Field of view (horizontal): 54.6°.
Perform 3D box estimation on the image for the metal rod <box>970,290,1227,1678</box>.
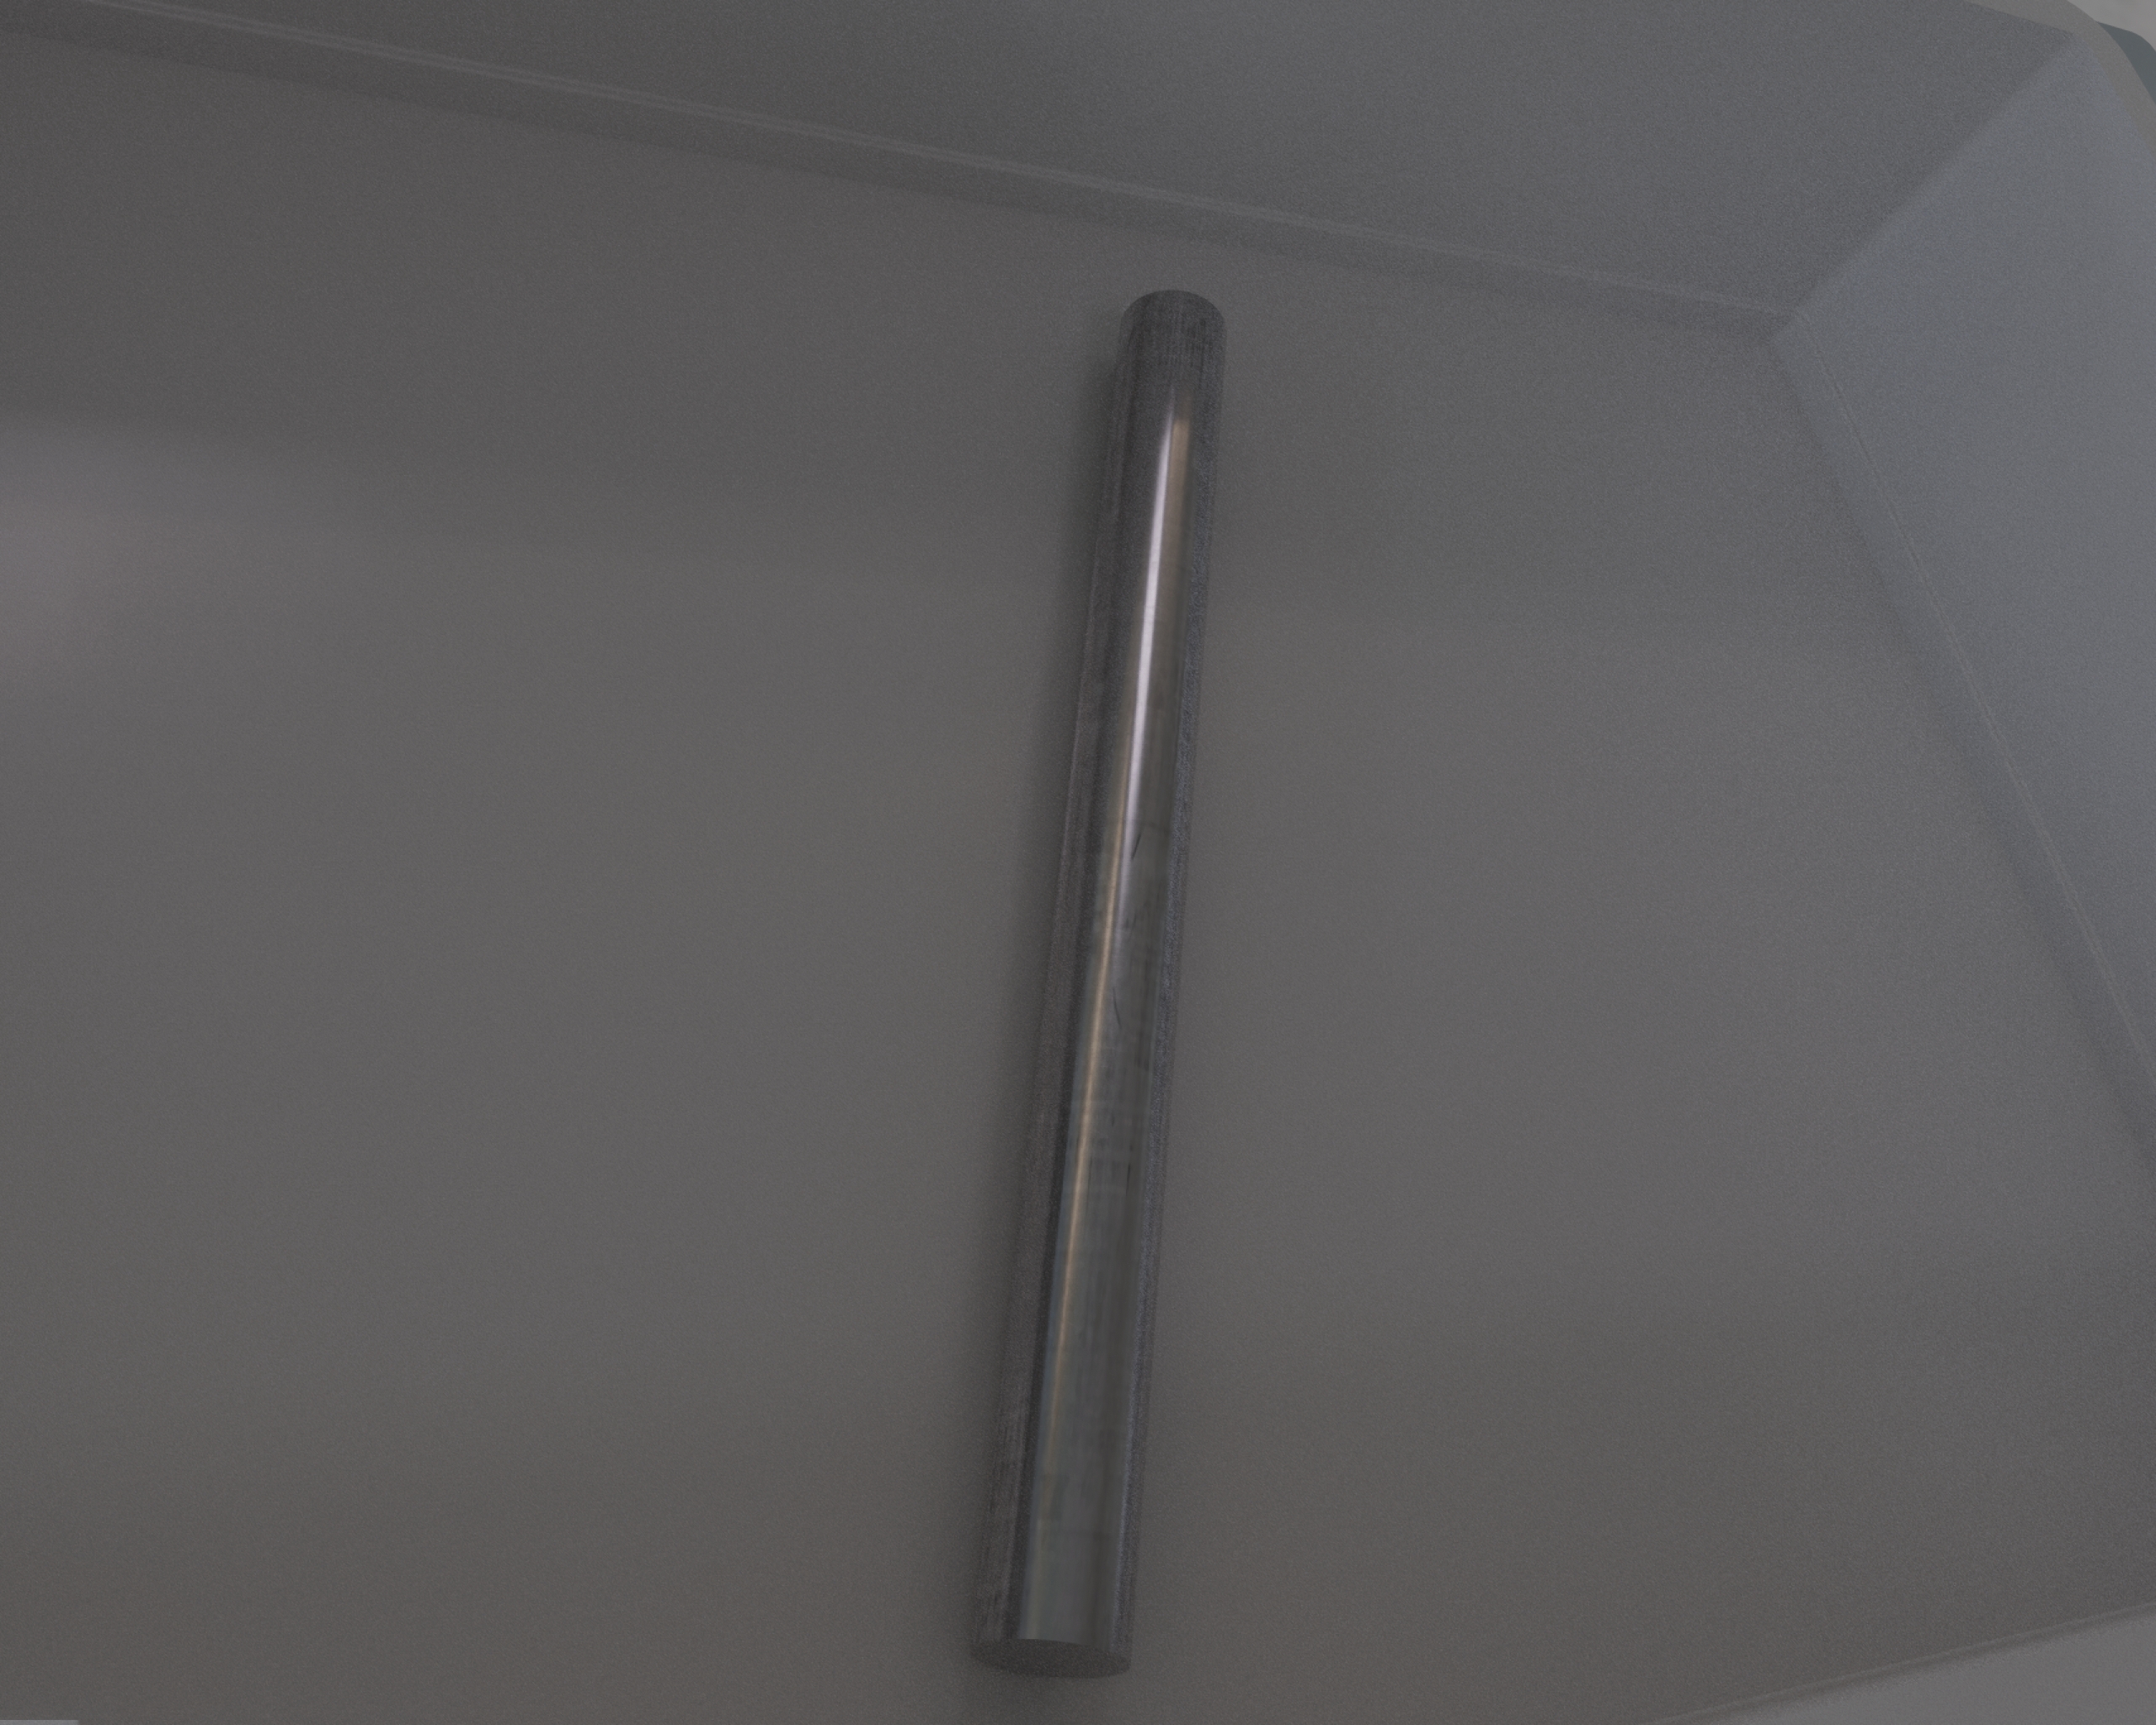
[{"bbox_3d":[0.009,0.000,0.407,0.025,0.025,0.300,18,55,-18],"label":"metal rod"}]
